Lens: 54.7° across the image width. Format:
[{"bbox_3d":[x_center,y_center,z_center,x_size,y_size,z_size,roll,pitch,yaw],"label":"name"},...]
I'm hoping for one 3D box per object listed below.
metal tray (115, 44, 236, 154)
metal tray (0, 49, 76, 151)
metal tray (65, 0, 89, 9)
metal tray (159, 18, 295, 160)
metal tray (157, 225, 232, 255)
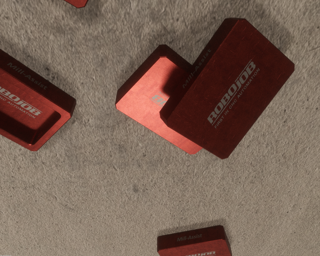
[{"bbox_3d":[0.023,-0.029,0.380,0.130,0.030,0.090,33,123,-25],"label":"metal tray"},{"bbox_3d":[-0.181,-0.034,0.371,0.130,0.030,0.090,36,121,-27],"label":"metal tray"},{"bbox_3d":[-0.075,-0.178,0.250,0.090,0.030,0.129,26,125,-21],"label":"metal tray"},{"bbox_3d":[0.073,-0.040,0.338,0.090,0.030,0.130,31,99,-25],"label":"metal tray"},{"bbox_3d":[0.069,0.238,0.608,0.130,0.030,0.090,-14,129,11],"label":"metal tray"}]
